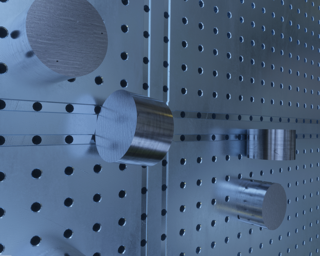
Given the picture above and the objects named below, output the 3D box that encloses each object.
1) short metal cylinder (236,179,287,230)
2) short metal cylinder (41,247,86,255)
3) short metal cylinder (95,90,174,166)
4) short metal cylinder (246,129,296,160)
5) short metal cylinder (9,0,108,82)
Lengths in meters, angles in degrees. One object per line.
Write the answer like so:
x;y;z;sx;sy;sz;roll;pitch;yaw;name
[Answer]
0.180;0.134;0.548;0.081;0.050;0.079;0;90;-40;short metal cylinder
-0.096;0.169;0.314;0.081;0.050;0.079;0;90;-40;short metal cylinder
-0.030;0.001;0.350;0.050;0.080;0.080;13;82;-40;short metal cylinder
0.192;0.028;0.538;0.081;0.080;0.050;2;89;-40;short metal cylinder
-0.100;-0.088;0.310;0.081;0.050;0.079;0;90;-40;short metal cylinder
